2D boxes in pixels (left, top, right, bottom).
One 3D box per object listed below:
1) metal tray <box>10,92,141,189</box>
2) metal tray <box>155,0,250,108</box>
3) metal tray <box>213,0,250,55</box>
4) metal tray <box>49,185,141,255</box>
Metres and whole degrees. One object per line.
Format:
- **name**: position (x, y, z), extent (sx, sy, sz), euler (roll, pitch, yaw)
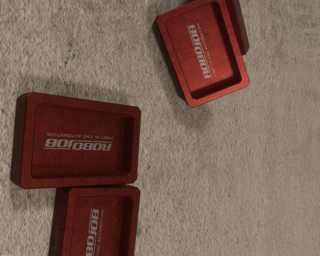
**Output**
- **metal tray**: position (-0.083, 0.015, 0.332), extent (0.131, 0.030, 0.089), euler (5, 87, -40)
- **metal tray**: position (0.058, -0.103, 0.418), extent (0.090, 0.030, 0.129), euler (-22, 108, 3)
- **metal tray**: position (0.102, -0.175, 0.464), extent (0.090, 0.030, 0.129), euler (-49, 123, -62)
- **metal tray**: position (-0.072, 0.129, 0.342), extent (0.091, 0.030, 0.129), euler (9, 84, -40)
